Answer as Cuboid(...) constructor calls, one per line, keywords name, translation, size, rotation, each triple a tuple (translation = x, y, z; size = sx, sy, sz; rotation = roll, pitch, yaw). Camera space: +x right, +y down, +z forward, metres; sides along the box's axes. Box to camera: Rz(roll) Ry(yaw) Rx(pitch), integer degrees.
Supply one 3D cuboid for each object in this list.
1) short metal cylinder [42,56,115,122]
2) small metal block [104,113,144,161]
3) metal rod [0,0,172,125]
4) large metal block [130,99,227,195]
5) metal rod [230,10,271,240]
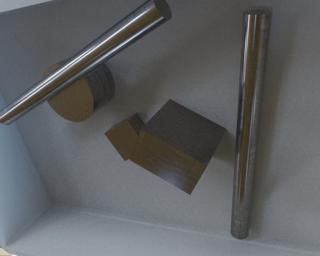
Cuboid(name="short metal cylinder", translation=(-0.108, -0.055, 0.414), size=(0.080, 0.050, 0.079), rotation=(13, 124, 20))
Cuboid(name="small metal block", translation=(-0.042, 0.013, 0.437), size=(0.050, 0.025, 0.050), rotation=(-26, 105, 36))
Cuboid(name="metal rod", translation=(-0.111, -0.062, 0.362), size=(0.299, 0.025, 0.025), rotation=(-22, 107, 35))
Cuboid(name="large metal block", translation=(0.023, 0.019, 0.372), size=(0.080, 0.080, 0.050), rotation=(29, 128, 9))
Cuboid(name="metal rod", translation=(0.102, 0.020, 0.366), size=(0.025, 0.025, 0.298), rotation=(9, 123, 23))
